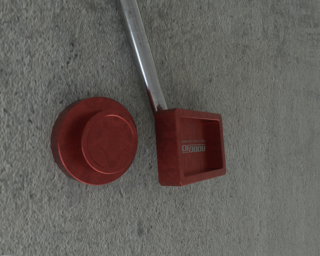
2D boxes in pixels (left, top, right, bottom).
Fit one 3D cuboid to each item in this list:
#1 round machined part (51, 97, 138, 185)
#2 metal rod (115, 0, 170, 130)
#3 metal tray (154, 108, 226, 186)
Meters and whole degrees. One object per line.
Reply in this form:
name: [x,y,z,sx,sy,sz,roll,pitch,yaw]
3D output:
round machined part: [-0.063,0.014,0.340,0.099,0.042,0.097,0,90,-40]
metal rod: [-0.018,-0.076,0.389,0.025,0.025,0.298,-27,107,-37]
metal tray: [0.045,0.024,0.411,0.131,0.030,0.089,2,83,-55]
